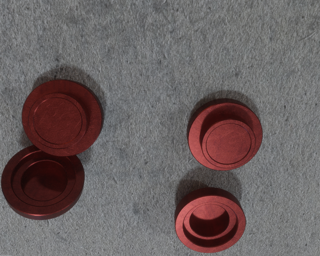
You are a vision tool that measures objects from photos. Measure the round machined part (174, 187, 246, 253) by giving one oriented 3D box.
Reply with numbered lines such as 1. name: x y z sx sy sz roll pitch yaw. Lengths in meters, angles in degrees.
1. round machined part: 0.070 0.127 0.448 0.099 0.042 0.097 0 110 0

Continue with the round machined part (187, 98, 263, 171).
1. round machined part: 0.086 0.014 0.406 0.099 0.042 0.097 0 110 0

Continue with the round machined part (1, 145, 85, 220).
1. round machined part: -0.151 0.072 0.407 0.099 0.098 0.042 17 145 -6

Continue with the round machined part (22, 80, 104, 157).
1. round machined part: -0.122 -0.011 0.385 0.099 0.042 0.097 -1 99 -4
